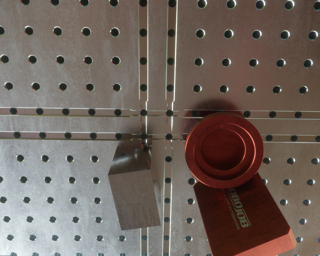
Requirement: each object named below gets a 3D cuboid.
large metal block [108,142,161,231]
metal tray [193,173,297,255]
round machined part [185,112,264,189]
[{"bbox_3d":[-0.030,0.075,0.411,0.050,0.080,0.079,-8,110,3],"label":"large metal block"},{"bbox_3d":[0.100,0.106,0.395,0.090,0.130,0.030,-26,120,9],"label":"metal tray"},{"bbox_3d":[0.082,0.027,0.409,0.099,0.042,0.097,1,101,4],"label":"round machined part"}]
